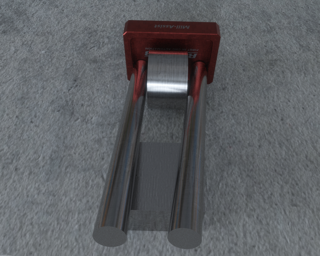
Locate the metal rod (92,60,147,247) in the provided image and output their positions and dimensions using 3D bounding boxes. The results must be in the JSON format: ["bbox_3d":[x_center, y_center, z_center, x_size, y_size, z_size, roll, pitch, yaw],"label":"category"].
[{"bbox_3d":[-0.032,-0.006,0.350,0.025,0.025,0.300,2,35,1],"label":"metal rod"}]

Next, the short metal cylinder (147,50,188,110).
[{"bbox_3d":[0.010,-0.065,0.425,0.050,0.080,0.080,2,50,1],"label":"short metal cylinder"}]

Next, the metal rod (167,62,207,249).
[{"bbox_3d":[0.039,-0.004,0.348,0.025,0.025,0.301,7,35,5],"label":"metal rod"}]

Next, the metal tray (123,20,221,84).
[{"bbox_3d":[0.016,-0.109,0.454,0.131,0.089,0.030,2,50,1],"label":"metal tray"}]

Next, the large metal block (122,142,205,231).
[{"bbox_3d":[0.003,0.062,0.333,0.081,0.050,0.080,1,50,1],"label":"large metal block"}]
